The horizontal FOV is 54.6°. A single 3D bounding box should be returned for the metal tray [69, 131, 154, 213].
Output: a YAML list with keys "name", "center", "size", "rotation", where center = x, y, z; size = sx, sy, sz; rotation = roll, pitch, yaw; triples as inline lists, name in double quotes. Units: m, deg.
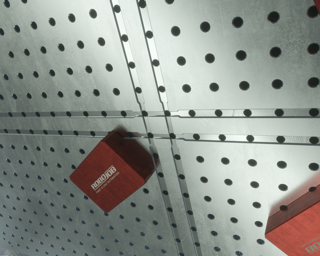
- name: "metal tray"
  center: [-0.081, 0.074, 0.497]
  size: [0.090, 0.030, 0.129]
  rotation: [44, 129, -3]

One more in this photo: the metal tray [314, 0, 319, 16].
- name: "metal tray"
  center: [0.201, -0.101, 0.239]
  size: [0.130, 0.030, 0.090]
  rotation: [-21, 107, 36]

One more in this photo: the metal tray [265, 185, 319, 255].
- name: "metal tray"
  center: [0.205, 0.122, 0.375]
  size: [0.090, 0.030, 0.129]
  rotation: [38, 129, 2]
